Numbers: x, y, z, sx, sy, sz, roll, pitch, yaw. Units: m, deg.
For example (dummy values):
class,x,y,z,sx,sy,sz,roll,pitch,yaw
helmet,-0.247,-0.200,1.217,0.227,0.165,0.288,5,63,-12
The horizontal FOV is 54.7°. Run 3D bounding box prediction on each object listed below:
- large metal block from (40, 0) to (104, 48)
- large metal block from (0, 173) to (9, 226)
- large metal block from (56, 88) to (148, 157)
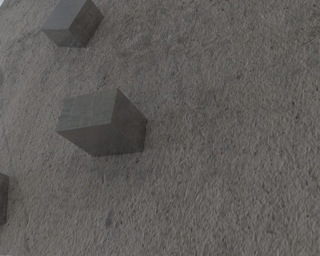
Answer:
class,x,y,z,sx,sy,sz,roll,pitch,yaw
large metal block,-0.170,-0.205,0.603,0.080,0.050,0.080,12,68,33
large metal block,-0.280,0.114,0.465,0.080,0.050,0.080,-26,53,12
large metal block,-0.073,-0.003,0.409,0.080,0.080,0.050,-8,58,24
